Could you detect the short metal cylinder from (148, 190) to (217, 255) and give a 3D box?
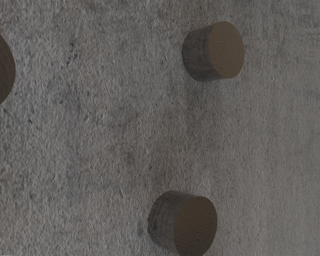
[{"bbox_3d":[0.031,0.127,0.415,0.081,0.050,0.080,0,90,-40],"label":"short metal cylinder"}]

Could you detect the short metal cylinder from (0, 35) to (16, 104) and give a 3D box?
[{"bbox_3d":[-0.166,-0.047,0.249,0.081,0.050,0.080,0,90,-40],"label":"short metal cylinder"}]

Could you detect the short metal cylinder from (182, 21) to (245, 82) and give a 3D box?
[{"bbox_3d":[0.079,-0.110,0.454,0.081,0.050,0.080,0,90,-40],"label":"short metal cylinder"}]
